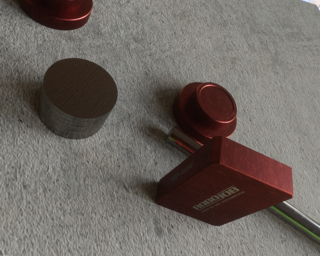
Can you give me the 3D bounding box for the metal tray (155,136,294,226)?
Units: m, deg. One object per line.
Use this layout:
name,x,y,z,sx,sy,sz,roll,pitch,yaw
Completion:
metal tray,0.062,0.064,0.333,0.090,0.129,0.030,24,53,-14

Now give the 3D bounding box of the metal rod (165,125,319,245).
metal rod,0.137,0.091,0.424,0.301,0.025,0.025,34,51,-6

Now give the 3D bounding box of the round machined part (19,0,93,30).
round machined part,-0.142,-0.188,0.432,0.099,0.042,0.098,14,56,-21

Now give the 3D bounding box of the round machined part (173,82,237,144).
round machined part,0.072,-0.027,0.450,0.099,0.042,0.098,14,56,-21

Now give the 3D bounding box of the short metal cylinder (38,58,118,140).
short metal cylinder,-0.095,-0.033,0.358,0.081,0.050,0.080,14,56,-21
